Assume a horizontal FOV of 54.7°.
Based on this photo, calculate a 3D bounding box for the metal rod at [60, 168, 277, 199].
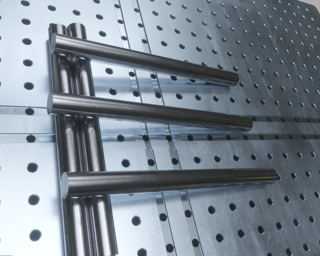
[{"bbox_3d":[0.036,0.062,0.373,0.302,0.025,0.025,4,60,-34],"label":"metal rod"}]

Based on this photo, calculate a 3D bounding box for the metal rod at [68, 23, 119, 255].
[{"bbox_3d":[-0.084,-0.005,0.366,0.025,0.025,0.299,1,61,-28],"label":"metal rod"}]

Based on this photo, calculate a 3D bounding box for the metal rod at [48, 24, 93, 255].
[{"bbox_3d":[-0.105,0.001,0.351,0.025,0.025,0.299,1,61,-28],"label":"metal rod"}]

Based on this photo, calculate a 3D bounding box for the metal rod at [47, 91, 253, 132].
[{"bbox_3d":[0.011,-0.016,0.406,0.302,0.025,0.025,5,60,-33],"label":"metal rod"}]

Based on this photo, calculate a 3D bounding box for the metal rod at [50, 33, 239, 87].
[{"bbox_3d":[0.000,-0.091,0.447,0.302,0.025,0.025,4,60,-33],"label":"metal rod"}]
